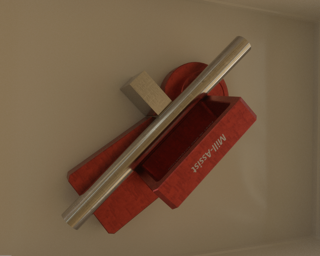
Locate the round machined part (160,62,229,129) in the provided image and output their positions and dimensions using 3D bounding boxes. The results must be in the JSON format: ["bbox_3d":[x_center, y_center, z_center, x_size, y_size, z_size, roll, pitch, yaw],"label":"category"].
[{"bbox_3d":[0.052,-0.041,0.420,0.099,0.042,0.097,0,90,-21],"label":"round machined part"}]

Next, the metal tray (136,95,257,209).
[{"bbox_3d":[0.035,0.020,0.348,0.130,0.090,0.030,-46,108,-8],"label":"metal tray"}]

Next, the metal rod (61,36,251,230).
[{"bbox_3d":[0.003,-0.002,0.370,0.300,0.025,0.025,-46,105,-10],"label":"metal rod"}]

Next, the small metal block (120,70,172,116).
[{"bbox_3d":[-0.019,-0.042,0.390,0.025,0.050,0.050,-47,105,-14],"label":"small metal block"}]

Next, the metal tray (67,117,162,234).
[{"bbox_3d":[-0.038,0.056,0.393,0.131,0.030,0.090,-37,102,-17],"label":"metal tray"}]
